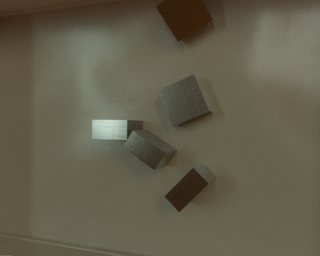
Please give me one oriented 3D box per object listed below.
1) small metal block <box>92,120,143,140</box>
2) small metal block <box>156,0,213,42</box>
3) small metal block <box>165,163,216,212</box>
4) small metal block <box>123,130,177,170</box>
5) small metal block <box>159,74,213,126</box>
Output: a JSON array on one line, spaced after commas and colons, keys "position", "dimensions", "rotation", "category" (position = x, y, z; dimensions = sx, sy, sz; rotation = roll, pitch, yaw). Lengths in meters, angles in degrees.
[{"position": [-0.056, 0.002, 0.417], "dimensions": [0.050, 0.050, 0.025], "rotation": [1, 91, 20], "category": "small metal block"}, {"position": [0.031, -0.145, 0.388], "dimensions": [0.050, 0.025, 0.050], "rotation": [-30, 112, 18], "category": "small metal block"}, {"position": [0.039, 0.072, 0.383], "dimensions": [0.025, 0.050, 0.050], "rotation": [46, 104, 14], "category": "small metal block"}, {"position": [-0.012, 0.027, 0.401], "dimensions": [0.050, 0.050, 0.025], "rotation": [34, 101, 16], "category": "small metal block"}, {"position": [0.033, -0.034, 0.399], "dimensions": [0.050, 0.025, 0.050], "rotation": [-23, 82, 18], "category": "small metal block"}]
